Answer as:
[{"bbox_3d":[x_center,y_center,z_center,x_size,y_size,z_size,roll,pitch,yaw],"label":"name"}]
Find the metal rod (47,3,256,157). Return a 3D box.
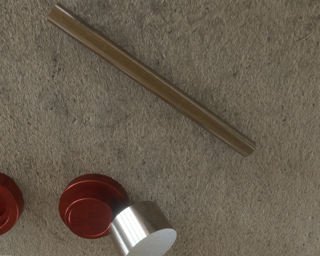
[{"bbox_3d":[-0.001,-0.053,0.390,0.301,0.025,0.025,34,106,-12],"label":"metal rod"}]

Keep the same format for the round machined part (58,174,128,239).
[{"bbox_3d":[-0.096,0.118,0.443,0.099,0.042,0.097,0,110,-1],"label":"round machined part"}]

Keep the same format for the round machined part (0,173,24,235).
[{"bbox_3d":[-0.240,0.100,0.434,0.099,0.042,0.097,0,110,-1],"label":"round machined part"}]

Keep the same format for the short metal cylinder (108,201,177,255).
[{"bbox_3d":[-0.024,0.148,0.431,0.081,0.050,0.079,-21,136,-22],"label":"short metal cylinder"}]
